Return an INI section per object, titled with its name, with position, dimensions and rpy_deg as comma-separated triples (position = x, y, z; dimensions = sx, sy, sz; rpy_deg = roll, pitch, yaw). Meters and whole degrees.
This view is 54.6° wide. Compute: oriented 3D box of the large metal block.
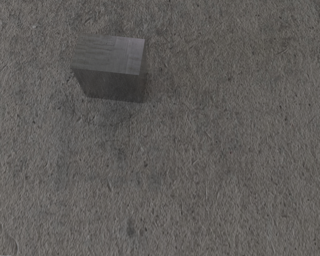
[large metal block]
position = -0.061, -0.076, 0.406
dimensions = 0.080, 0.080, 0.050
rpy_deg = 6, 70, 2
